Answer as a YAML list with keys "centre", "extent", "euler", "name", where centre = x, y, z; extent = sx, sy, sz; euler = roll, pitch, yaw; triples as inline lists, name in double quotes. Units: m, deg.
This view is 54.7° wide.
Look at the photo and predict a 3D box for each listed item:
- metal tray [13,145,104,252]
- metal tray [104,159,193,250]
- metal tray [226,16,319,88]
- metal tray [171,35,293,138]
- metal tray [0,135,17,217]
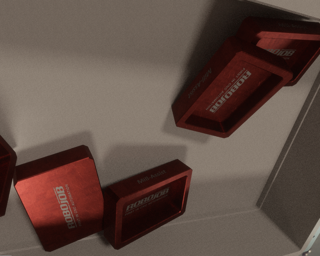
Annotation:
- centre: [-0.121, 0.093, 0.398]
  extent: [0.091, 0.030, 0.129]
  euler: [-18, 126, -18]
  name: "metal tray"
- centre: [-0.015, 0.105, 0.442]
  extent: [0.131, 0.030, 0.089]
  euler: [-17, 125, -37]
  name: "metal tray"
- centre: [0.150, -0.096, 0.410]
  extent: [0.131, 0.030, 0.089]
  euler: [-6, 142, -26]
  name: "metal tray"
- centre: [0.086, -0.043, 0.389]
  extent: [0.091, 0.030, 0.129]
  euler: [14, 135, -28]
  name: "metal tray"
- centre: [-0.183, 0.015, 0.273]
  extent: [0.030, 0.090, 0.129]
  euler: [-22, 128, 1]
  name: "metal tray"
